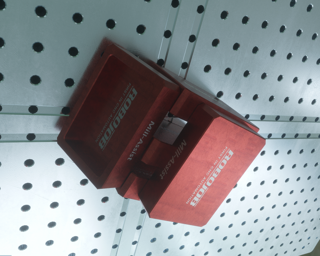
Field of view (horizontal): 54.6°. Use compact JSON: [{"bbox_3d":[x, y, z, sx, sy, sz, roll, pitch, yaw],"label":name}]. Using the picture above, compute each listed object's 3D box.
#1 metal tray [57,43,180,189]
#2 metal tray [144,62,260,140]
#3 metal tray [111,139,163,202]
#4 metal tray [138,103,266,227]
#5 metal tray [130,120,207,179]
[{"bbox_3d":[-0.049,-0.012,0.331,0.030,0.090,0.129,12,114,-57],"label":"metal tray"},{"bbox_3d":[0.050,-0.027,0.378,0.131,0.090,0.030,22,107,-36],"label":"metal tray"},{"bbox_3d":[-0.007,0.060,0.401,0.131,0.090,0.030,23,106,-37],"label":"metal tray"},{"bbox_3d":[0.047,0.046,0.344,0.090,0.030,0.129,23,106,-36],"label":"metal tray"},{"bbox_3d":[0.018,0.022,0.391,0.131,0.090,0.030,21,106,-37],"label":"metal tray"}]
